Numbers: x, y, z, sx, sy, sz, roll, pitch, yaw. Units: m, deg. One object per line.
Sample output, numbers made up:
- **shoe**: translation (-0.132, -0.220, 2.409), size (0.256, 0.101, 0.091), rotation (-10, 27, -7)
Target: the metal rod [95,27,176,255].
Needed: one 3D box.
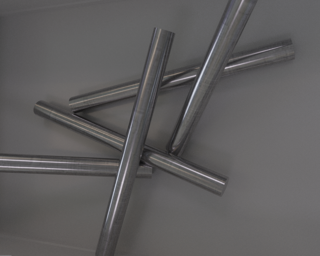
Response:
- **metal rod**: translation (-0.035, 0.030, 0.381), size (0.025, 0.025, 0.298), rotation (20, 104, 19)

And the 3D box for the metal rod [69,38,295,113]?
- **metal rod**: translation (0.013, -0.062, 0.405), size (0.301, 0.025, 0.025), rotation (-12, 86, 19)

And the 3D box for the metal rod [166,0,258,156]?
- **metal rod**: translation (0.064, -0.085, 0.319), size (0.025, 0.025, 0.298), rotation (34, 127, 16)

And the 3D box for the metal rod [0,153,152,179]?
- **metal rod**: translation (-0.161, 0.048, 0.407), size (0.302, 0.025, 0.025), rotation (3, 91, -4)

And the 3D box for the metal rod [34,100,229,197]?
- **metal rod**: translation (-0.054, 0.019, 0.419), size (0.301, 0.025, 0.025), rotation (21, 97, 22)
